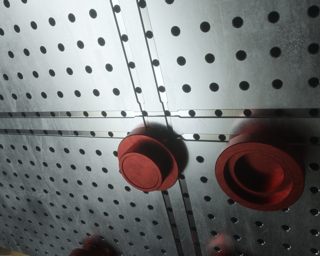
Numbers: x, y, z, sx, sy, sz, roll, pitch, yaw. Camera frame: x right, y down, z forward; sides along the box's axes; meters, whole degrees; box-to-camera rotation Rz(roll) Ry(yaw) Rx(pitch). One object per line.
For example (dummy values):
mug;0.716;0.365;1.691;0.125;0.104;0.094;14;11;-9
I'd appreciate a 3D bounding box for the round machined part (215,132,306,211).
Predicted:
round machined part;0.119;0.047;0.367;0.098;0.042;0.097;13;124;21

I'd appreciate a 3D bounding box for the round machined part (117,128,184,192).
round machined part;-0.019;0.052;0.443;0.098;0.042;0.097;13;124;21

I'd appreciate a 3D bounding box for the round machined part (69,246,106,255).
round machined part;-0.147;0.290;0.658;0.098;0.042;0.097;13;124;21
